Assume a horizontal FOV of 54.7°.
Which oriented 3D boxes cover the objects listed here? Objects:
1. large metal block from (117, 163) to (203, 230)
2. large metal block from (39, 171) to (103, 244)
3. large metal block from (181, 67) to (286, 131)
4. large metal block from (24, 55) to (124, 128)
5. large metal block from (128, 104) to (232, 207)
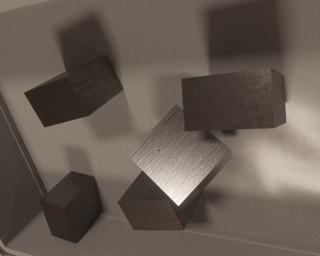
[{"bbox_3d":[0.003,0.093,0.428,0.080,0.080,0.050,-12,113,33],"label":"large metal block"},{"bbox_3d":[-0.149,0.134,0.532,0.050,0.080,0.079,8,122,23],"label":"large metal block"},{"bbox_3d":[0.076,-0.026,0.308,0.080,0.080,0.050,-3,93,29],"label":"large metal block"},{"bbox_3d":[-0.108,-0.048,0.399,0.080,0.080,0.050,-11,113,32],"label":"large metal block"},{"bbox_3d":[0.025,0.034,0.360,0.080,0.050,0.080,42,87,21],"label":"large metal block"}]
